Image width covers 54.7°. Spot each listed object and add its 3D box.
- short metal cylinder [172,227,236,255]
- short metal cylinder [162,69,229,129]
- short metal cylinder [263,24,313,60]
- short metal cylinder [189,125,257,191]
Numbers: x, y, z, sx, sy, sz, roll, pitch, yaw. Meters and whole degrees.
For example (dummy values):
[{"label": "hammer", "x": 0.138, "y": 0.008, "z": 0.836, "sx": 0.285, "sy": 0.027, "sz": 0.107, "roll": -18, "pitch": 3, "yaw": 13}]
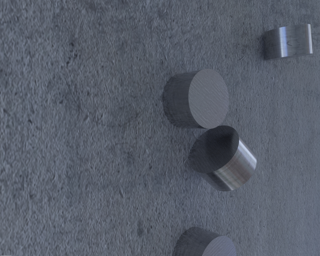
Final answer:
[{"label": "short metal cylinder", "x": 0.064, "y": 0.188, "z": 0.442, "sx": 0.081, "sy": 0.050, "sz": 0.080, "roll": 0, "pitch": 90, "yaw": -40}, {"label": "short metal cylinder", "x": 0.050, "y": -0.039, "z": 0.430, "sx": 0.081, "sy": 0.050, "sz": 0.080, "roll": 0, "pitch": 90, "yaw": -40}, {"label": "short metal cylinder", "x": 0.231, "y": -0.153, "z": 0.562, "sx": 0.081, "sy": 0.080, "sz": 0.050, "roll": -13, "pitch": 99, "yaw": -39}, {"label": "short metal cylinder", "x": 0.089, "y": 0.043, "z": 0.443, "sx": 0.050, "sy": 0.080, "sz": 0.080, "roll": 44, "pitch": 64, "yaw": -31}]
